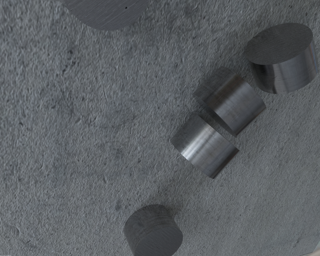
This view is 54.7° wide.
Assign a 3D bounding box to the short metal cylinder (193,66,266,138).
[{"bbox_3d":[0.088,-0.033,0.398,0.050,0.080,0.080,-45,129,3],"label":"short metal cylinder"}]

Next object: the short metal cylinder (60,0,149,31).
[{"bbox_3d":[-0.053,-0.134,0.278,0.081,0.050,0.079,-14,124,-21],"label":"short metal cylinder"}]

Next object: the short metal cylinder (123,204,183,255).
[{"bbox_3d":[-0.011,0.168,0.489,0.081,0.050,0.079,-14,124,-21],"label":"short metal cylinder"}]

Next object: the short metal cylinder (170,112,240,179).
[{"bbox_3d":[0.061,0.023,0.418,0.050,0.080,0.080,-50,129,7],"label":"short metal cylinder"}]

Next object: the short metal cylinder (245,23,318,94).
[{"bbox_3d":[0.157,-0.090,0.401,0.080,0.080,0.050,-38,129,-3],"label":"short metal cylinder"}]
